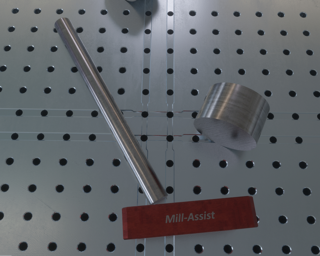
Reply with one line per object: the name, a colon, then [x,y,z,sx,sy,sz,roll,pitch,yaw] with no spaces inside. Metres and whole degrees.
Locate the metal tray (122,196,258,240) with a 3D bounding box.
metal tray: [0.029,0.101,0.340,0.131,0.090,0.030,-5,70,-2]

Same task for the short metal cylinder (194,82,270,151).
short metal cylinder: [0.089,-0.013,0.388,0.080,0.080,0.050,24,72,8]

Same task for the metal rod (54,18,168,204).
metal rod: [-0.074,-0.034,0.423,0.025,0.025,0.299,-28,72,-10]
